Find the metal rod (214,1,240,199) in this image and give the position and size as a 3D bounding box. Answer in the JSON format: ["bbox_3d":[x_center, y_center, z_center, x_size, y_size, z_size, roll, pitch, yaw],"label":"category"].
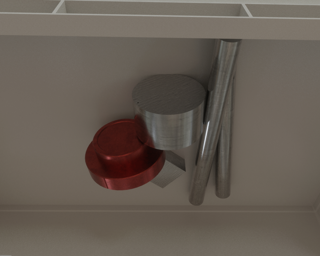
[{"bbox_3d":[0.083,-0.009,0.402,0.025,0.025,0.298,-5,130,4],"label":"metal rod"}]

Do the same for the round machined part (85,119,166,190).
[{"bbox_3d":[-0.044,0.025,0.382,0.099,0.098,0.042,-6,130,4],"label":"round machined part"}]

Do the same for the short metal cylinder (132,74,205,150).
[{"bbox_3d":[0.010,-0.020,0.356,0.081,0.080,0.050,-1,130,0],"label":"short metal cylinder"}]

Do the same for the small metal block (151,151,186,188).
[{"bbox_3d":[0.002,0.057,0.458,0.050,0.025,0.050,34,122,-26],"label":"small metal block"}]

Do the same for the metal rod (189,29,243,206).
[{"bbox_3d":[0.063,0.015,0.402,0.025,0.025,0.298,1,137,-1],"label":"metal rod"}]
